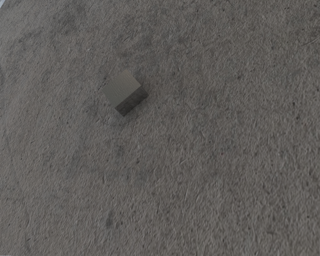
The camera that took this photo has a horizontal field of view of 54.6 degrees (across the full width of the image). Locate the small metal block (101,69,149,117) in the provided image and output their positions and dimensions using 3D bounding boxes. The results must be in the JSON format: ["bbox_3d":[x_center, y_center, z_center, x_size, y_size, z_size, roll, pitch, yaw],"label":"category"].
[{"bbox_3d":[-0.053,-0.053,0.466,0.050,0.025,0.050,-40,51,1],"label":"small metal block"}]
